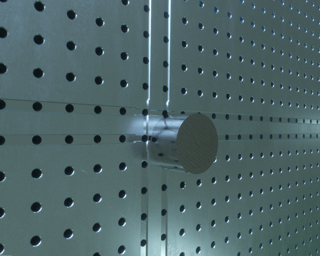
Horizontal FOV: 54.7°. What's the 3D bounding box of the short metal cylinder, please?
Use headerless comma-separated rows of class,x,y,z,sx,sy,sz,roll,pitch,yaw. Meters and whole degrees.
short metal cylinder,0.034,0.020,0.424,0.081,0.050,0.079,0,90,-40
